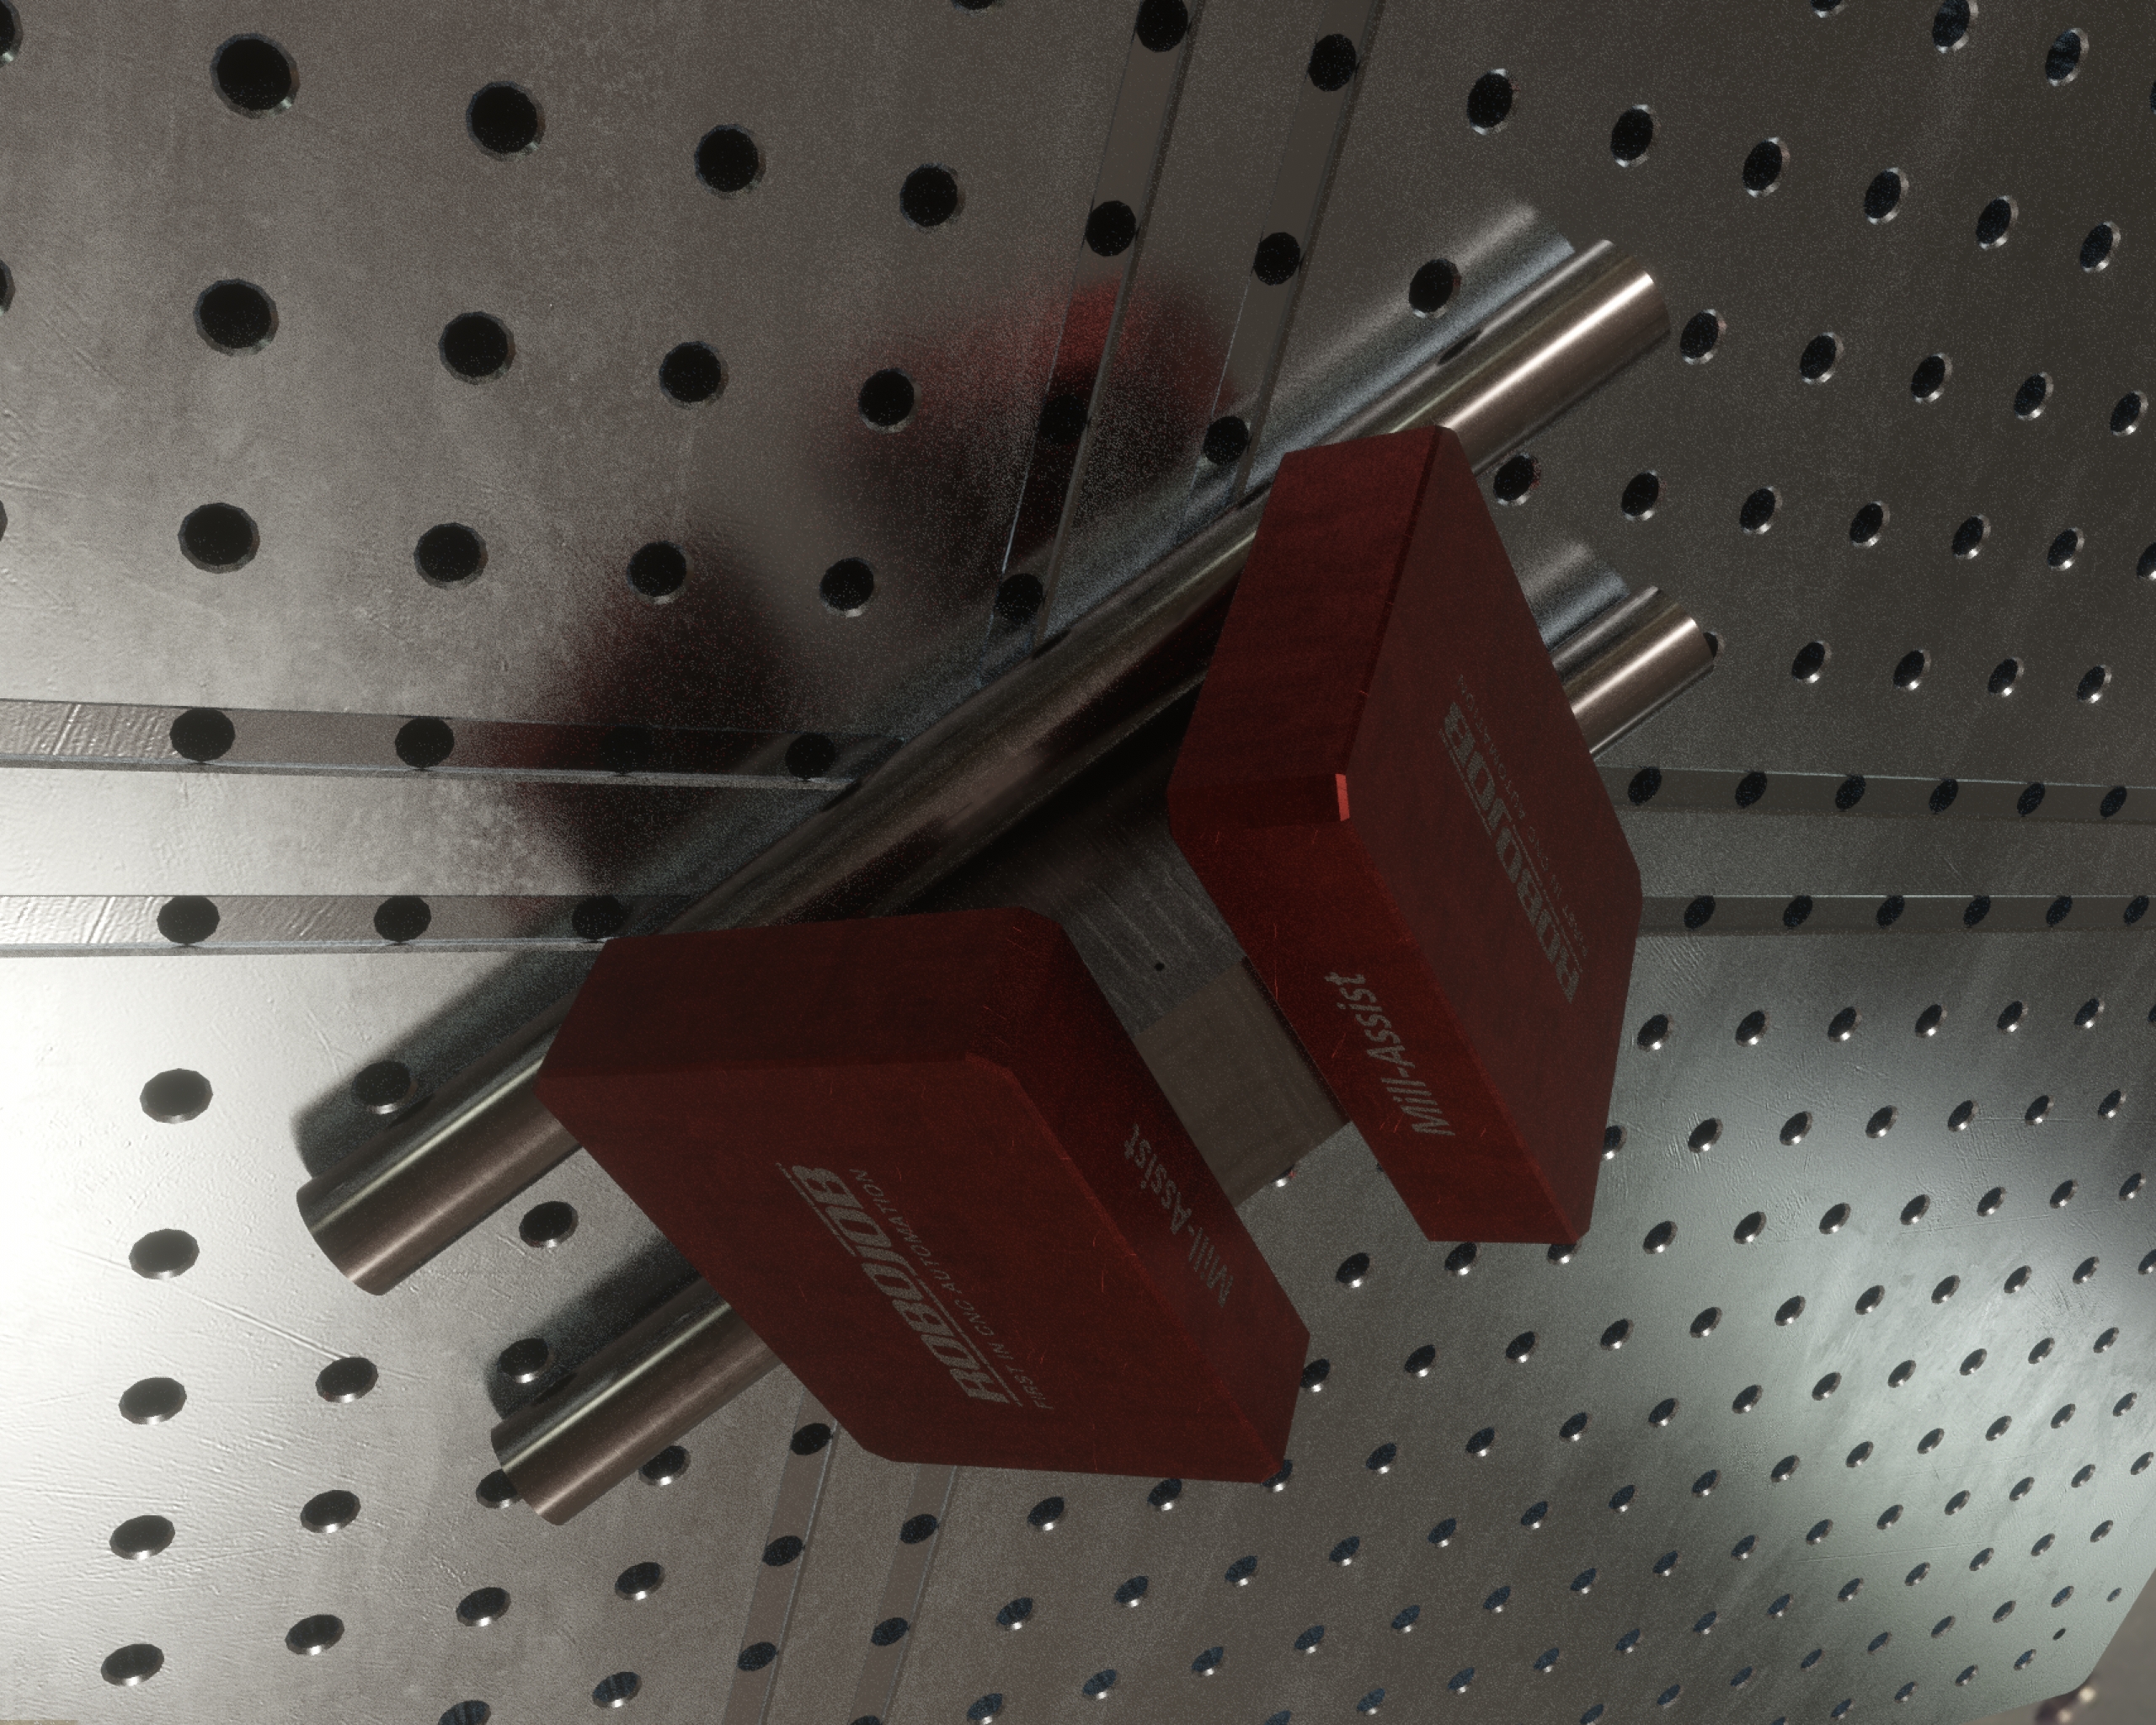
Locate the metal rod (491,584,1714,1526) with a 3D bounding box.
[{"bbox_3d":[0.008,0.038,0.441,0.301,0.025,0.025,-36,130,-5],"label":"metal rod"}]

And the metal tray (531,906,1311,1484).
[{"bbox_3d":[-0.023,0.063,0.369,0.090,0.030,0.130,-5,135,27],"label":"metal tray"}]

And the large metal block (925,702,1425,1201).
[{"bbox_3d":[0.016,0.017,0.396,0.080,0.080,0.050,-36,130,-5],"label":"large metal block"}]

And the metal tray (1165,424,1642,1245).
[{"bbox_3d":[0.065,-0.001,0.377,0.130,0.030,0.090,56,42,-39],"label":"metal tray"}]

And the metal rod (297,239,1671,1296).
[{"bbox_3d":[-0.014,-0.020,0.393,0.301,0.025,0.025,-37,130,-4],"label":"metal rod"}]
